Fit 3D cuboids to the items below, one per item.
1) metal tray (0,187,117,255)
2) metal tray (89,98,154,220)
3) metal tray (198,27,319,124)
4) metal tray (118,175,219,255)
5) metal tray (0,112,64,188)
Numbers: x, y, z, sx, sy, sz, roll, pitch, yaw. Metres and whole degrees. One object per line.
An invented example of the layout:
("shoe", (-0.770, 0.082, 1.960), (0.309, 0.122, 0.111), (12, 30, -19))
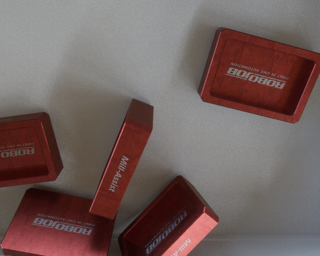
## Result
("metal tray", (-0.131, 0.138, 0.423), (0.131, 0.090, 0.030), (13, 135, -5))
("metal tray", (-0.046, 0.036, 0.389), (0.030, 0.090, 0.129), (21, 109, -8))
("metal tray", (0.123, -0.064, 0.386), (0.131, 0.030, 0.089), (13, 110, -6))
("metal tray", (0.006, 0.135, 0.410), (0.130, 0.090, 0.030), (-46, 117, 2))
("metal tray", (-0.208, 0.033, 0.417), (0.131, 0.030, 0.089), (-8, 110, 2))
